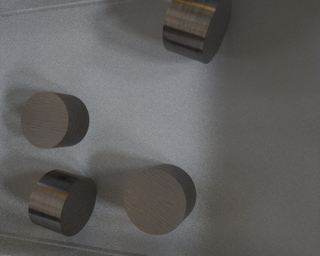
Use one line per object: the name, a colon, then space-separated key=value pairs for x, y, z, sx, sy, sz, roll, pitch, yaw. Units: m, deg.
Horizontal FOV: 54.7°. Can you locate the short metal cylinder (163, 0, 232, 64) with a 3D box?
short metal cylinder: x=0.045 y=-0.122 z=0.365 sx=0.050 sy=0.080 sz=0.080 roll=24 pitch=98 yaw=18

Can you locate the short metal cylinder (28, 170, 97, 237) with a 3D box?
short metal cylinder: x=-0.132 y=0.102 z=0.428 sx=0.050 sy=0.080 sz=0.080 roll=12 pitch=94 yaw=20

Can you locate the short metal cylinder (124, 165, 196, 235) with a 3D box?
short metal cylinder: x=0.001 y=0.089 z=0.397 sx=0.080 sy=0.050 sz=0.080 roll=0 pitch=90 yaw=20

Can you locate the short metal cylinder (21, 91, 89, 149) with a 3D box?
short metal cylinder: x=-0.151 y=-0.011 z=0.451 sx=0.080 sy=0.050 sz=0.080 roll=0 pitch=90 yaw=20
